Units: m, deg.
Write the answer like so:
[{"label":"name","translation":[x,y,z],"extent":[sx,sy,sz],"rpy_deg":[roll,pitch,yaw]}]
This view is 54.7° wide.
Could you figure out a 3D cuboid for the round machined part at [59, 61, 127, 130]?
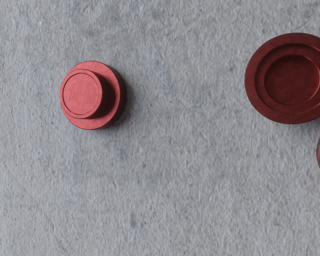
[{"label":"round machined part","translation":[-0.100,-0.046,0.434],"extent":[0.098,0.042,0.097],"rpy_deg":[0,90,19]}]

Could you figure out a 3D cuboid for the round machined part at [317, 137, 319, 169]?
[{"label":"round machined part","translation":[0.220,0.029,0.323],"extent":[0.098,0.042,0.097],"rpy_deg":[0,90,19]}]

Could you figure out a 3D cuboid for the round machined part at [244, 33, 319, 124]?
[{"label":"round machined part","translation":[0.147,-0.053,0.348],"extent":[0.098,0.042,0.097],"rpy_deg":[0,90,19]}]
